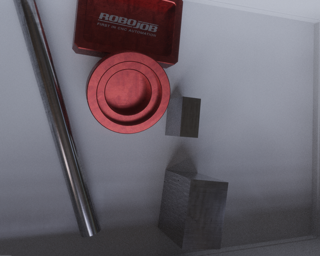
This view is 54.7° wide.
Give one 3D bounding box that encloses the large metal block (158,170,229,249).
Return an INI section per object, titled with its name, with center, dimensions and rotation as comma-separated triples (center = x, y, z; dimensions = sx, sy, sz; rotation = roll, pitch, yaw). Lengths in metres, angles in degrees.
[large metal block]
center = 0.040, 0.101, 0.397
dimensions = 0.050, 0.080, 0.080
rotation = 8, 87, -20

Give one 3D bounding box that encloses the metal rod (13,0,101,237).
[metal rod]
center = -0.121, -0.016, 0.366
dimensions = 0.025, 0.025, 0.298
rotation = -16, 96, -20

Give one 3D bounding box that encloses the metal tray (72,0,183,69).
[metal tray]
center = -0.039, -0.132, 0.393
dimensions = 0.131, 0.030, 0.089
rotation = 6, 88, -20

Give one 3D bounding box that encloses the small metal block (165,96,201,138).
[small metal block]
center = 0.029, -0.013, 0.409
dimensions = 0.025, 0.050, 0.050
rotation = 5, 88, -20

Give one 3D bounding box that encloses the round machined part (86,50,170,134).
[round machined part]
center = -0.040, -0.045, 0.378
dimensions = 0.099, 0.042, 0.097
rotation = -5, 109, -15
